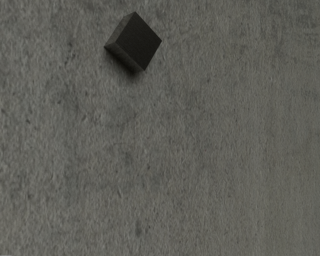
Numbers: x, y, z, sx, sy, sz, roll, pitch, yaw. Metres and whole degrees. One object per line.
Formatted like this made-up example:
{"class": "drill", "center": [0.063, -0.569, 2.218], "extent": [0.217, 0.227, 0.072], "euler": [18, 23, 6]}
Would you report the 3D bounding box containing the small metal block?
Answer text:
{"class": "small metal block", "center": [-0.032, -0.104, 0.379], "extent": [0.050, 0.025, 0.050], "euler": [41, 65, -33]}
